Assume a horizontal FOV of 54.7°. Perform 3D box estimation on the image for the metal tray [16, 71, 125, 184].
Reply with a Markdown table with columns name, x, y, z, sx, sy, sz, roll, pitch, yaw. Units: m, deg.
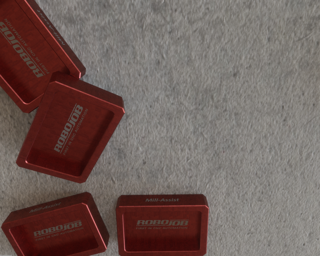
| name | x | y | z | sx | sy | sz | roll | pitch | yaw |
| --- | --- | --- | --- | --- | --- | --- | --- | --- | --- |
| metal tray | -0.112 | 0.005 | 0.387 | 0.091 | 0.030 | 0.129 | 22 | 117 | -23 |

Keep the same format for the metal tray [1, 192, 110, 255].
| name | x | y | z | sx | sy | sz | roll | pitch | yaw |
| --- | --- | --- | --- | --- | --- | --- | --- | --- | --- |
| metal tray | -0.153 | 0.155 | 0.461 | 0.131 | 0.030 | 0.089 | -16 | 110 | 5 |

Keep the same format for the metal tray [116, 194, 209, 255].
| name | x | y | z | sx | sy | sz | roll | pitch | yaw |
| --- | --- | --- | --- | --- | --- | --- | --- | --- | --- |
| metal tray | 0.004 | 0.145 | 0.460 | 0.131 | 0.030 | 0.089 | -1 | 110 | -1 |

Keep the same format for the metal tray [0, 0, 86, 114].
| name | x | y | z | sx | sy | sz | roll | pitch | yaw |
| --- | --- | --- | --- | --- | --- | --- | --- | --- | --- |
| metal tray | -0.165 | -0.094 | 0.370 | 0.090 | 0.030 | 0.130 | -32 | 107 | 10 |
